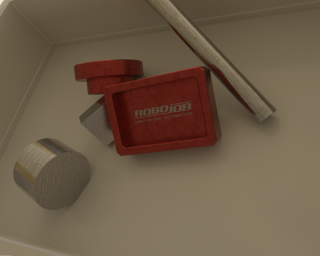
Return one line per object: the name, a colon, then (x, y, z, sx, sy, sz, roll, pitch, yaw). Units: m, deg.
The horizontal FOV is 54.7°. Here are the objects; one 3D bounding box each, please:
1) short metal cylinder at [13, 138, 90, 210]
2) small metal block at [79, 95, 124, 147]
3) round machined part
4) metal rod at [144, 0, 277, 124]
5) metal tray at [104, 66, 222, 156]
short metal cylinder: (-0.140, 0.059, 0.406, 0.050, 0.080, 0.080, 23, 74, 36)
small metal block: (-0.075, -0.011, 0.430, 0.050, 0.050, 0.025, -41, 31, 0)
round machined part: (-0.073, -0.072, 0.451, 0.098, 0.099, 0.042, -2, 96, 27)
metal rod: (0.030, -0.125, 0.385, 0.025, 0.025, 0.300, -40, 77, 1)
metal tray: (0.002, -0.018, 0.379, 0.130, 0.030, 0.089, -9, 97, 23)
